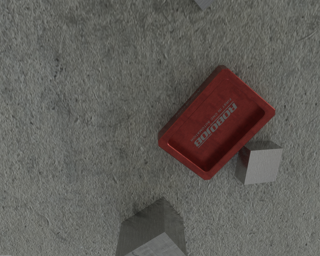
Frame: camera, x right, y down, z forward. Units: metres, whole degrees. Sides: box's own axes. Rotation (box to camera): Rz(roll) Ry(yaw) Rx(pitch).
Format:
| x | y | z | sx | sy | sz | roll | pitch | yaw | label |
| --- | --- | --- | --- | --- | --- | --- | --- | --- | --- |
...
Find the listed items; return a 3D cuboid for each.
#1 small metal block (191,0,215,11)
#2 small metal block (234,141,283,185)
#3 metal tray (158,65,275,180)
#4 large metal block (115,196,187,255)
| x | y | z | sx | sy | sz | roll | pitch | yaw | label |
| --- | --- | --- | --- | --- | --- | --- | --- | --- | --- |
| 0.050 | -0.169 | 0.348 | 0.050 | 0.025 | 0.050 | -41 | 105 | 13 | small metal block |
| 0.133 | 0.047 | 0.421 | 0.050 | 0.025 | 0.050 | -2 | 111 | -19 | small metal block |
| 0.071 | -0.005 | 0.405 | 0.090 | 0.030 | 0.130 | 38 | 106 | -13 | metal tray |
| -0.012 | 0.156 | 0.438 | 0.080 | 0.080 | 0.050 | -34 | 107 | 11 | large metal block |
